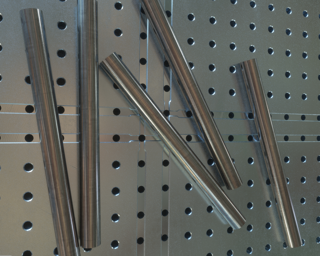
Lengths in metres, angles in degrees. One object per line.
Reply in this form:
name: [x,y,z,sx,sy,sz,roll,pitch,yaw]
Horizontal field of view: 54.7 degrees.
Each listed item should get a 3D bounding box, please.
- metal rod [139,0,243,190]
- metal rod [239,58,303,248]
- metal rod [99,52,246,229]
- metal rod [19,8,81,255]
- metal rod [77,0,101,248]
metal rod: [0.045,-0.048,0.430,0.025,0.025,0.299,-29,100,-18]
metal rod: [0.173,0.042,0.478,0.025,0.025,0.298,-18,96,-19]
metal rod: [0.025,0.026,0.422,0.025,0.025,0.300,-42,104,-15]
metal rod: [-0.128,0.014,0.365,0.025,0.025,0.298,-9,93,-20]
metal rod: [-0.087,-0.006,0.380,0.025,0.025,0.298,-1,90,-20]
